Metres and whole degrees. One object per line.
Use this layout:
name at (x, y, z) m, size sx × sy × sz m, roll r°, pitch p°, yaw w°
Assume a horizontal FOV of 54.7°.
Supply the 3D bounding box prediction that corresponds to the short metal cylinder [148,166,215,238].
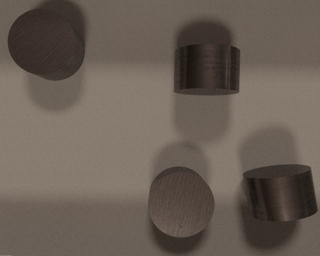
short metal cylinder at (0.026, 0.093, 0.399) m, size 0.081 × 0.050 × 0.079 m, roll 0°, pitch 90°, yaw -1°

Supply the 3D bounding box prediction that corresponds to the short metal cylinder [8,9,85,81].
short metal cylinder at (-0.143, -0.104, 0.397) m, size 0.081 × 0.050 × 0.079 m, roll 0°, pitch 90°, yaw -1°

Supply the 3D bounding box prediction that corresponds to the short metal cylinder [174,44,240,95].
short metal cylinder at (0.058, -0.069, 0.385) m, size 0.081 × 0.080 × 0.050 m, roll 1°, pitch 90°, yaw -1°

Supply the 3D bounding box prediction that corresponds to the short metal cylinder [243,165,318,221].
short metal cylinder at (0.148, 0.078, 0.386) m, size 0.080 × 0.080 × 0.050 m, roll -9°, pitch 90°, yaw 0°
